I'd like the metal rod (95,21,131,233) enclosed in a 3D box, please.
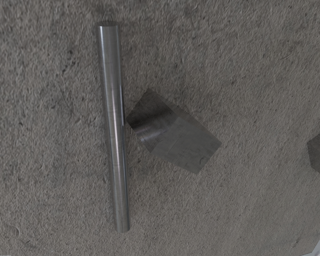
[{"bbox_3d":[-0.055,0.022,0.390,0.025,0.025,0.298,-13,124,-21],"label":"metal rod"}]

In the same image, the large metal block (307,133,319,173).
[{"bbox_3d":[0.342,0.044,0.605,0.080,0.050,0.080,-35,129,-5],"label":"large metal block"}]

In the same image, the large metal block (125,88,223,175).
[{"bbox_3d":[0.016,0.004,0.382,0.080,0.080,0.050,29,102,-38],"label":"large metal block"}]
